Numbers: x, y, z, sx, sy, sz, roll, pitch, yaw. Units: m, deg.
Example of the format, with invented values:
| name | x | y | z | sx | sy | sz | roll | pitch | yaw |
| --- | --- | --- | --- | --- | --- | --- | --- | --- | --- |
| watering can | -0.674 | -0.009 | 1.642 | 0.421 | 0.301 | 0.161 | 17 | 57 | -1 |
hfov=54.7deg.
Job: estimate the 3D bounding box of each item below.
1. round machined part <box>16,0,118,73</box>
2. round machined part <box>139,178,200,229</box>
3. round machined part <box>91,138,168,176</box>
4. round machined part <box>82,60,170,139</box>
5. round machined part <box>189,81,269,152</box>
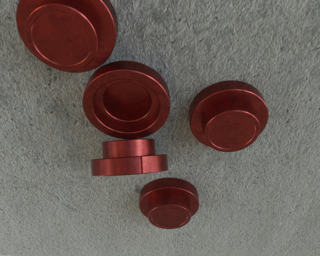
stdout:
| name | x | y | z | sx | sy | sz | roll | pitch | yaw |
| --- | --- | --- | --- | --- | --- | --- | --- | --- | --- |
| round machined part | -0.094 | -0.097 | 0.312 | 0.099 | 0.042 | 0.097 | 0 | 130 | 0 |
| round machined part | 0.015 | 0.129 | 0.506 | 0.099 | 0.042 | 0.097 | 0 | 130 | 0 |
| round machined part | -0.040 | 0.037 | 0.404 | 0.099 | 0.098 | 0.042 | -4 | 85 | 0 |
| round machined part | -0.038 | -0.036 | 0.365 | 0.099 | 0.042 | 0.097 | 0 | 130 | 0 |
| round machined part | 0.087 | -0.007 | 0.390 | 0.099 | 0.042 | 0.097 | 0 | 130 | 0 |
